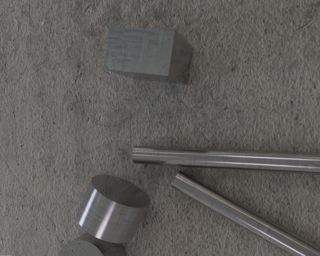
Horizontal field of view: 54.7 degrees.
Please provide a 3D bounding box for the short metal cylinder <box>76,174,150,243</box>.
[{"bbox_3d":[-0.060,0.102,0.401,0.080,0.080,0.050,27,99,18],"label":"short metal cylinder"}]

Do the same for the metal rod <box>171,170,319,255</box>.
[{"bbox_3d":[0.149,0.131,0.356,0.301,0.025,0.025,27,99,17],"label":"metal rod"}]

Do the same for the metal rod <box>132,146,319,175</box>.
[{"bbox_3d":[0.110,0.039,0.370,0.301,0.025,0.025,1,91,19],"label":"metal rod"}]

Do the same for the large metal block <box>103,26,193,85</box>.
[{"bbox_3d":[-0.011,-0.087,0.384,0.080,0.080,0.050,9,93,19],"label":"large metal block"}]

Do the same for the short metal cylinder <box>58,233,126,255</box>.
[{"bbox_3d":[-0.094,0.186,0.429,0.080,0.050,0.080,0,90,20],"label":"short metal cylinder"}]
